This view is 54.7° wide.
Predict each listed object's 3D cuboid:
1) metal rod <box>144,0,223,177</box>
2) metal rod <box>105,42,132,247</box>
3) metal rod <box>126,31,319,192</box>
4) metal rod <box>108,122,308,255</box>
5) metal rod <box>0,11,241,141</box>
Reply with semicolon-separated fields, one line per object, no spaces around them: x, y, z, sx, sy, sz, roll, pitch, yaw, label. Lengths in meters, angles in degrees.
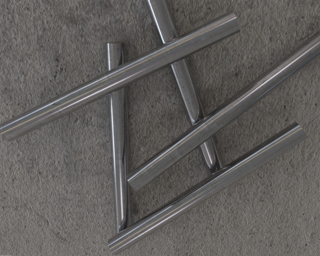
0.030;-0.060;0.387;0.025;0.025;0.299;-19;109;7;metal rod
-0.054;0.037;0.422;0.025;0.025;0.298;0;110;0;metal rod
0.085;-0.020;0.380;0.300;0.025;0.025;-37;106;4;metal rod
0.054;0.086;0.413;0.300;0.025;0.025;-35;107;11;metal rod
-0.053;-0.056;0.360;0.301;0.025;0.025;-24;109;8;metal rod
